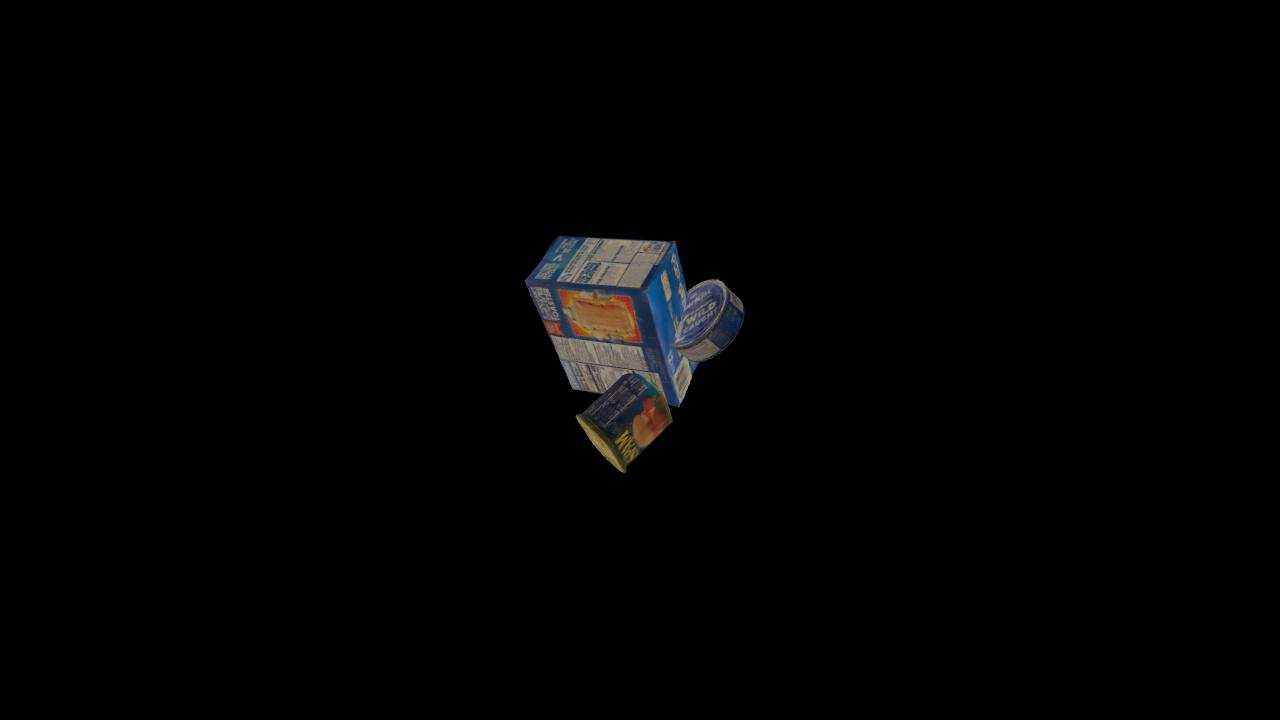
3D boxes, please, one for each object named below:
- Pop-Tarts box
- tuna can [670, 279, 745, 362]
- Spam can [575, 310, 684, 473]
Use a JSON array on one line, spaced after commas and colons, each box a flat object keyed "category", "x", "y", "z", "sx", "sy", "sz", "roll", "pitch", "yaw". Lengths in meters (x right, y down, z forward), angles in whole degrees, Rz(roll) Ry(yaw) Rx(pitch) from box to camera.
[{"category": "Pop-Tarts box", "x": -0.022, "y": -0.042, "z": 0.670, "sx": 0.141, "sy": 0.167, "sz": 0.083, "roll": 7, "pitch": 47, "yaw": 25}, {"category": "tuna can", "x": 0.066, "y": -0.040, "z": 0.634, "sx": 0.034, "sy": 0.084, "sz": 0.084, "roll": 37, "pitch": -20, "yaw": -30}, {"category": "Spam can", "x": -0.014, "y": 0.066, "z": 0.687, "sx": 0.058, "sy": 0.085, "sz": 0.101, "roll": 39, "pitch": -16, "yaw": 27}]
